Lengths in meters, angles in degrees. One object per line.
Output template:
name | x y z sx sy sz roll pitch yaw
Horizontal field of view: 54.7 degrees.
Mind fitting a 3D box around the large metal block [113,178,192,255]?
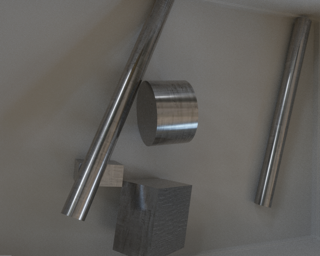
large metal block | -0.006 0.106 0.376 0.080 0.050 0.080 12 85 -57

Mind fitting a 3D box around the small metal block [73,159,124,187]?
small metal block | -0.075 0.053 0.370 0.050 0.050 0.025 5 88 -20

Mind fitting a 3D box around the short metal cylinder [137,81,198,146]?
short metal cylinder | 0.007 -0.019 0.385 0.050 0.080 0.079 -4 92 -20

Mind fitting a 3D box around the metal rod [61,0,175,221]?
metal rod | -0.040 -0.042 0.363 0.025 0.025 0.300 27 69 -18

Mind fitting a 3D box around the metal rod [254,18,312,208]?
metal rod | 0.193 -0.027 0.483 0.025 0.025 0.299 16 84 -20
